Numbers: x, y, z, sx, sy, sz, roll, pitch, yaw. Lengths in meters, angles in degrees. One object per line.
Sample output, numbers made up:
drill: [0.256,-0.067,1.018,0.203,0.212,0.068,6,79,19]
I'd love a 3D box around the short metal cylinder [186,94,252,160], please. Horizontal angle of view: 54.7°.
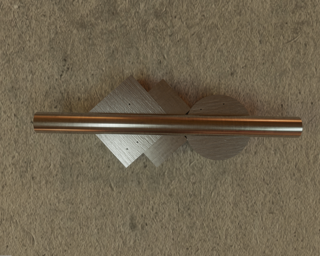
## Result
short metal cylinder: [0.070,-0.001,0.398,0.081,0.050,0.080,0,90,0]

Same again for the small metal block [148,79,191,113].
small metal block: [0.011,-0.033,0.399,0.025,0.050,0.050,-43,91,0]

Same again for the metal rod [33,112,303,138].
metal rod: [0.009,-0.004,0.359,0.302,0.025,0.025,1,90,-1]

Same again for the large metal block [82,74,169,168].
large metal block: [-0.038,-0.008,0.397,0.080,0.050,0.080,-42,90,0]

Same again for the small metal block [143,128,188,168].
small metal block: [0.006,0.022,0.400,0.050,0.050,0.025,-42,91,0]
